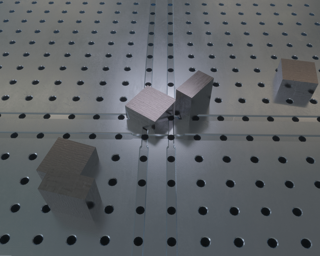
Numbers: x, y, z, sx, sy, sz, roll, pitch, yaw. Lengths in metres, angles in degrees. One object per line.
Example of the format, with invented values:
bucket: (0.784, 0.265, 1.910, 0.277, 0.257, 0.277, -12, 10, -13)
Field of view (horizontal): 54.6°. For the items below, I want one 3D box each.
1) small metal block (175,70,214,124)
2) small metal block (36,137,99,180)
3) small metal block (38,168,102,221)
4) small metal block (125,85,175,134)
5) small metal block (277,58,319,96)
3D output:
small metal block: (0.047, -0.043, 0.428, 0.025, 0.050, 0.050, 33, 57, 24)
small metal block: (-0.109, 0.043, 0.371, 0.050, 0.025, 0.050, 14, 51, 11)
small metal block: (-0.094, 0.072, 0.331, 0.050, 0.050, 0.025, 11, 51, 9)
small metal block: (-0.012, -0.027, 0.430, 0.050, 0.025, 0.050, 29, 56, 22)
small metal block: (0.209, -0.078, 0.475, 0.050, 0.025, 0.050, 9, 51, 7)
